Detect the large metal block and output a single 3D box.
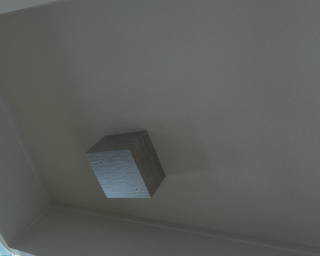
[{"bbox_3d":[-0.049,0.055,0.453,0.080,0.050,0.080,-8,115,31],"label":"large metal block"}]
